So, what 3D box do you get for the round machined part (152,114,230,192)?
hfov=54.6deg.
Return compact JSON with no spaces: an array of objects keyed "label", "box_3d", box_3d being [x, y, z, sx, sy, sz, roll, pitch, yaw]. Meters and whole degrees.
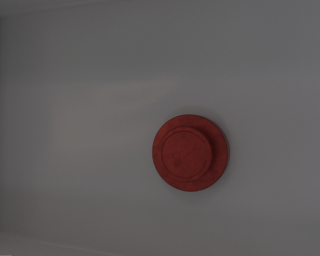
[{"label":"round machined part","box_3d":[0.035,0.032,0.389,0.098,0.042,0.097,0,90,20]}]
